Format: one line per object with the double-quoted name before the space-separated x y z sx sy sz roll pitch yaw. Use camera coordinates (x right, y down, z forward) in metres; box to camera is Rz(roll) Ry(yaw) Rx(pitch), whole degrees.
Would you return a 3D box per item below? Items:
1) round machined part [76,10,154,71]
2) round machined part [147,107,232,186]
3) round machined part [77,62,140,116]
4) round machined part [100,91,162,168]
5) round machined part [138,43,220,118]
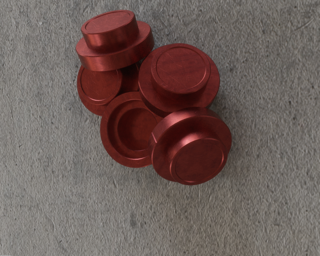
"round machined part" -0.059 -0.115 0.390 0.098 0.098 0.042 1 132 19
"round machined part" 0.038 0.028 0.358 0.098 0.098 0.042 -45 36 14
"round machined part" -0.073 -0.064 0.427 0.098 0.042 0.097 0 90 19
"round machined part" -0.025 0.002 0.409 0.098 0.042 0.097 0 90 19
"round machined part" 0.023 -0.061 0.369 0.099 0.042 0.098 1 68 -3
